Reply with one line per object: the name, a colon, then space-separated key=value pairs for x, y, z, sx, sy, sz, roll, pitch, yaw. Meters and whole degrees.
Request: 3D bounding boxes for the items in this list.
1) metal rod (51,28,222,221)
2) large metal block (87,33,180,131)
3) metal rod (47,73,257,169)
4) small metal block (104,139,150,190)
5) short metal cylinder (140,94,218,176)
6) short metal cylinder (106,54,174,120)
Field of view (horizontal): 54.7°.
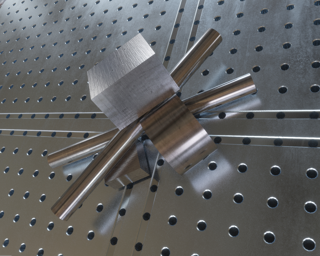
metal rod: x=-0.024 y=-0.010 z=0.391 sx=0.025 sy=0.025 sz=0.300 roll=35 pitch=80 yaw=38
large metal block: x=-0.034 y=-0.056 z=0.359 sx=0.080 sy=0.050 sz=0.080 roll=-35 pitch=34 yaw=6
metal rod: x=-0.022 y=-0.003 z=0.417 sx=0.301 sy=0.025 sz=0.025 roll=-21 pitch=54 yaw=15
small metal block: x=-0.046 y=0.044 z=0.400 sx=0.050 sy=0.025 sz=0.050 roll=-25 pitch=53 yaw=13
short metal cylinder: x=0.021 y=0.007 z=0.353 sx=0.050 sy=0.080 sz=0.080 roll=-38 pitch=51 yaw=4
short metal cylinder: x=-0.028 y=-0.057 z=0.437 sx=0.080 sy=0.050 sz=0.080 roll=-13 pitch=56 yaw=21
